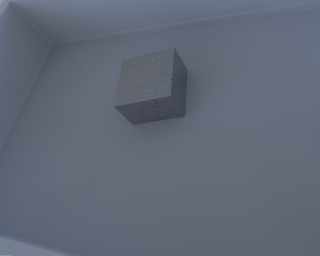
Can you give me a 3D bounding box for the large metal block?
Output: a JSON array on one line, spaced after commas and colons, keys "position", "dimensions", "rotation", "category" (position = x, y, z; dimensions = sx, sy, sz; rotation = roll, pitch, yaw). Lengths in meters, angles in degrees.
[{"position": [-0.010, -0.056, 0.428], "dimensions": [0.080, 0.050, 0.080], "rotation": [-8, 58, 23], "category": "large metal block"}]
